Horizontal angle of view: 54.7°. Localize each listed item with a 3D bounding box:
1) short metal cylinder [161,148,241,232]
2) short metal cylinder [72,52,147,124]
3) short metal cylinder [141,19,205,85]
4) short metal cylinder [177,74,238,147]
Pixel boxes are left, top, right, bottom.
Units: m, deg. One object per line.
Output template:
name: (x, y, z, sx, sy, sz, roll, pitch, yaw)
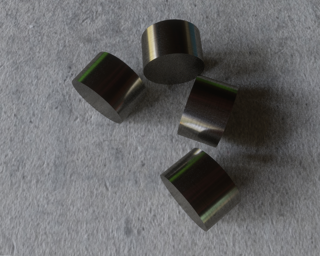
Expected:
short metal cylinder: (0.045, 0.069, 0.354, 0.050, 0.080, 0.080, -38, 75, -13)
short metal cylinder: (-0.064, -0.050, 0.397, 0.080, 0.080, 0.050, 35, 74, 11)
short metal cylinder: (0.017, -0.099, 0.415, 0.081, 0.080, 0.050, -4, 70, -2)
short metal cylinder: (0.059, -0.021, 0.387, 0.050, 0.080, 0.080, 20, 71, 7)
